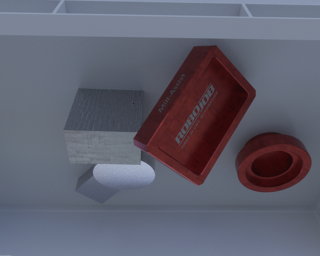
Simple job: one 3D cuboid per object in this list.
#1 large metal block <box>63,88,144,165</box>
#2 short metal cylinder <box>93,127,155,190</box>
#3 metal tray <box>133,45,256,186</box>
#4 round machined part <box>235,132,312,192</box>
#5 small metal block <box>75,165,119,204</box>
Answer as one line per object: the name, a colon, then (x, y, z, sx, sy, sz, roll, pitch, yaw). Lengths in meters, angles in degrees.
large metal block: (-0.061, -0.003, 0.369, 0.081, 0.080, 0.050, 2, 130, -2)
short metal cylinder: (-0.047, 0.043, 0.421, 0.081, 0.050, 0.080, 0, 139, 0)
metal tray: (0.042, -0.013, 0.340, 0.090, 0.030, 0.130, 38, 81, -33)
round machined part: (0.156, 0.044, 0.438, 0.099, 0.042, 0.097, -1, 130, 0)
small metal block: (-0.094, 0.087, 0.482, 0.050, 0.025, 0.050, 34, 122, -26)
